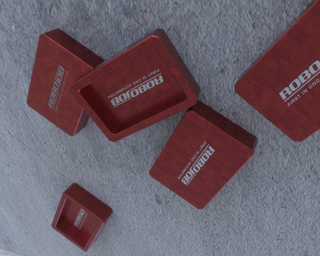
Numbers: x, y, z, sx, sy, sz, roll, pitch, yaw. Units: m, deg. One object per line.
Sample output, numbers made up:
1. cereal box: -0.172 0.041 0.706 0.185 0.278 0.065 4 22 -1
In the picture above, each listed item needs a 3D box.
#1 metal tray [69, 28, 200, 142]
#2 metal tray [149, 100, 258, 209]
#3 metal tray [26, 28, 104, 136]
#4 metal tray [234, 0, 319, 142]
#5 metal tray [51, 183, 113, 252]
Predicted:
1. metal tray: -0.030 -0.045 0.368 0.130 0.030 0.090 -25 114 25
2. metal tray: 0.051 0.039 0.401 0.090 0.030 0.129 34 129 5
3. metal tray: -0.134 -0.060 0.437 0.090 0.030 0.129 35 129 4
4. metal tray: 0.147 -0.057 0.291 0.090 0.030 0.129 40 129 0
5. metal tray: -0.152 0.173 0.590 0.090 0.030 0.129 34 129 5
